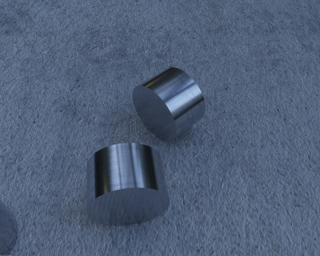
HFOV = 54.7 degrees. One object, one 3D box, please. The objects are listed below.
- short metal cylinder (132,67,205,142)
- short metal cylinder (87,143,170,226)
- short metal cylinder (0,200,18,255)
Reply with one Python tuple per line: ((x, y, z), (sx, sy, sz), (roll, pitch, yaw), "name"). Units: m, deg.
((0.010, -0.030, 0.392), (0.050, 0.080, 0.080), (-36, 59, -26), "short metal cylinder")
((-0.034, 0.059, 0.317), (0.081, 0.080, 0.050), (-7, 51, -6), "short metal cylinder")
((-0.189, 0.100, 0.301), (0.080, 0.050, 0.080), (0, 50, 0), "short metal cylinder")
